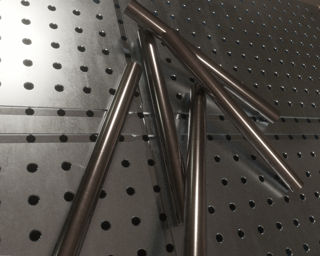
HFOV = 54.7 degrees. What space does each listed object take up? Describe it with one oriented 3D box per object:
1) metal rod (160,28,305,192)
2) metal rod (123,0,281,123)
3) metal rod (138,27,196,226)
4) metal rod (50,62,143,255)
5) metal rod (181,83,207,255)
[{"bbox_3d":[0.109,-0.024,0.458,0.300,0.025,0.025,48,51,-4],"label":"metal rod"},{"bbox_3d":[0.075,-0.099,0.491,0.301,0.025,0.025,34,51,-14],"label":"metal rod"},{"bbox_3d":[0.005,-0.021,0.425,0.025,0.025,0.299,3,60,-27],"label":"metal rod"},{"bbox_3d":[-0.067,0.033,0.352,0.025,0.025,0.300,25,53,-14],"label":"metal rod"},{"bbox_3d":[0.044,0.047,0.376,0.025,0.025,0.300,23,45,-15],"label":"metal rod"}]
